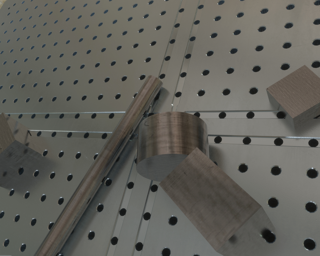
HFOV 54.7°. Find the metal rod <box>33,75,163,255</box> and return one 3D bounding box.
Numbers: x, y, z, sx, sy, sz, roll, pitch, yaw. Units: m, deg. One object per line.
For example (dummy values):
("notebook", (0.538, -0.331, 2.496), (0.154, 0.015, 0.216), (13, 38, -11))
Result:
("metal rod", (-0.081, 0.055, 0.416), (0.025, 0.025, 0.300), (20, 72, 35))

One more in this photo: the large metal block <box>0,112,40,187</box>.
("large metal block", (-0.257, 0.035, 0.506), (0.080, 0.050, 0.080), (-44, 51, -2))

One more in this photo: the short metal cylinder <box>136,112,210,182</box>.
("short metal cylinder", (0.015, 0.024, 0.351), (0.080, 0.080, 0.050), (-12, 57, 21))

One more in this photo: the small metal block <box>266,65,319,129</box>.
("small metal block", (0.157, -0.035, 0.347), (0.050, 0.025, 0.050), (-32, 52, 7))

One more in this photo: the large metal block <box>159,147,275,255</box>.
("large metal block", (0.056, 0.076, 0.297), (0.050, 0.080, 0.080), (-44, 51, -2))
